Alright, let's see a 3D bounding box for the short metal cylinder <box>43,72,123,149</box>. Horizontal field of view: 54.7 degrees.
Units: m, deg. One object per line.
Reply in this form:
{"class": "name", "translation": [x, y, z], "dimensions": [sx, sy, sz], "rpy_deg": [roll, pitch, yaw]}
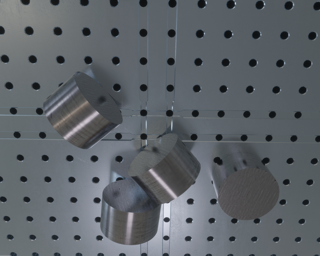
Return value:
{"class": "short metal cylinder", "translation": [-0.091, -0.021, 0.375], "dimensions": [0.050, 0.080, 0.080], "rpy_deg": [-38, 106, 13]}

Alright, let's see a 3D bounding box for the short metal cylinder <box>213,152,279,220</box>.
{"class": "short metal cylinder", "translation": [0.117, 0.079, 0.430], "dimensions": [0.081, 0.050, 0.079], "rpy_deg": [0, 110, 0]}

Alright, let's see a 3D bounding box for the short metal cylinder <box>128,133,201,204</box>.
{"class": "short metal cylinder", "translation": [0.005, 0.051, 0.403], "dimensions": [0.080, 0.080, 0.050], "rpy_deg": [-35, 107, 12]}

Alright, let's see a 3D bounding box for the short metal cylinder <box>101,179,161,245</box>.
{"class": "short metal cylinder", "translation": [-0.040, 0.113, 0.425], "dimensions": [0.081, 0.080, 0.050], "rpy_deg": [7, 110, -3]}
